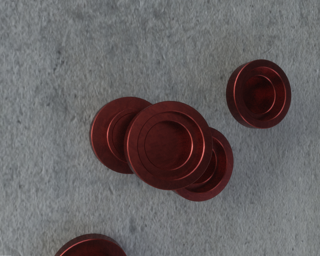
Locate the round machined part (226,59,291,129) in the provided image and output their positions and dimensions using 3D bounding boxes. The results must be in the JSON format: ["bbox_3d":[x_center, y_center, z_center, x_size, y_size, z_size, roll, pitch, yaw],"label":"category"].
[{"bbox_3d":[0.138,-0.048,0.453,0.099,0.042,0.097,0,90,-21],"label":"round machined part"}]

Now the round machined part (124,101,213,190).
[{"bbox_3d":[0.007,0.020,0.356,0.099,0.042,0.097,1,88,-17],"label":"round machined part"}]

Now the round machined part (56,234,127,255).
[{"bbox_3d":[-0.082,0.182,0.371,0.099,0.042,0.097,0,90,-21],"label":"round machined part"}]

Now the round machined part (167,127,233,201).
[{"bbox_3d":[0.046,0.045,0.417,0.099,0.042,0.097,-1,92,-23],"label":"round machined part"}]

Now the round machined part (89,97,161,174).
[{"bbox_3d":[-0.036,0.009,0.388,0.099,0.042,0.097,0,90,-20],"label":"round machined part"}]
